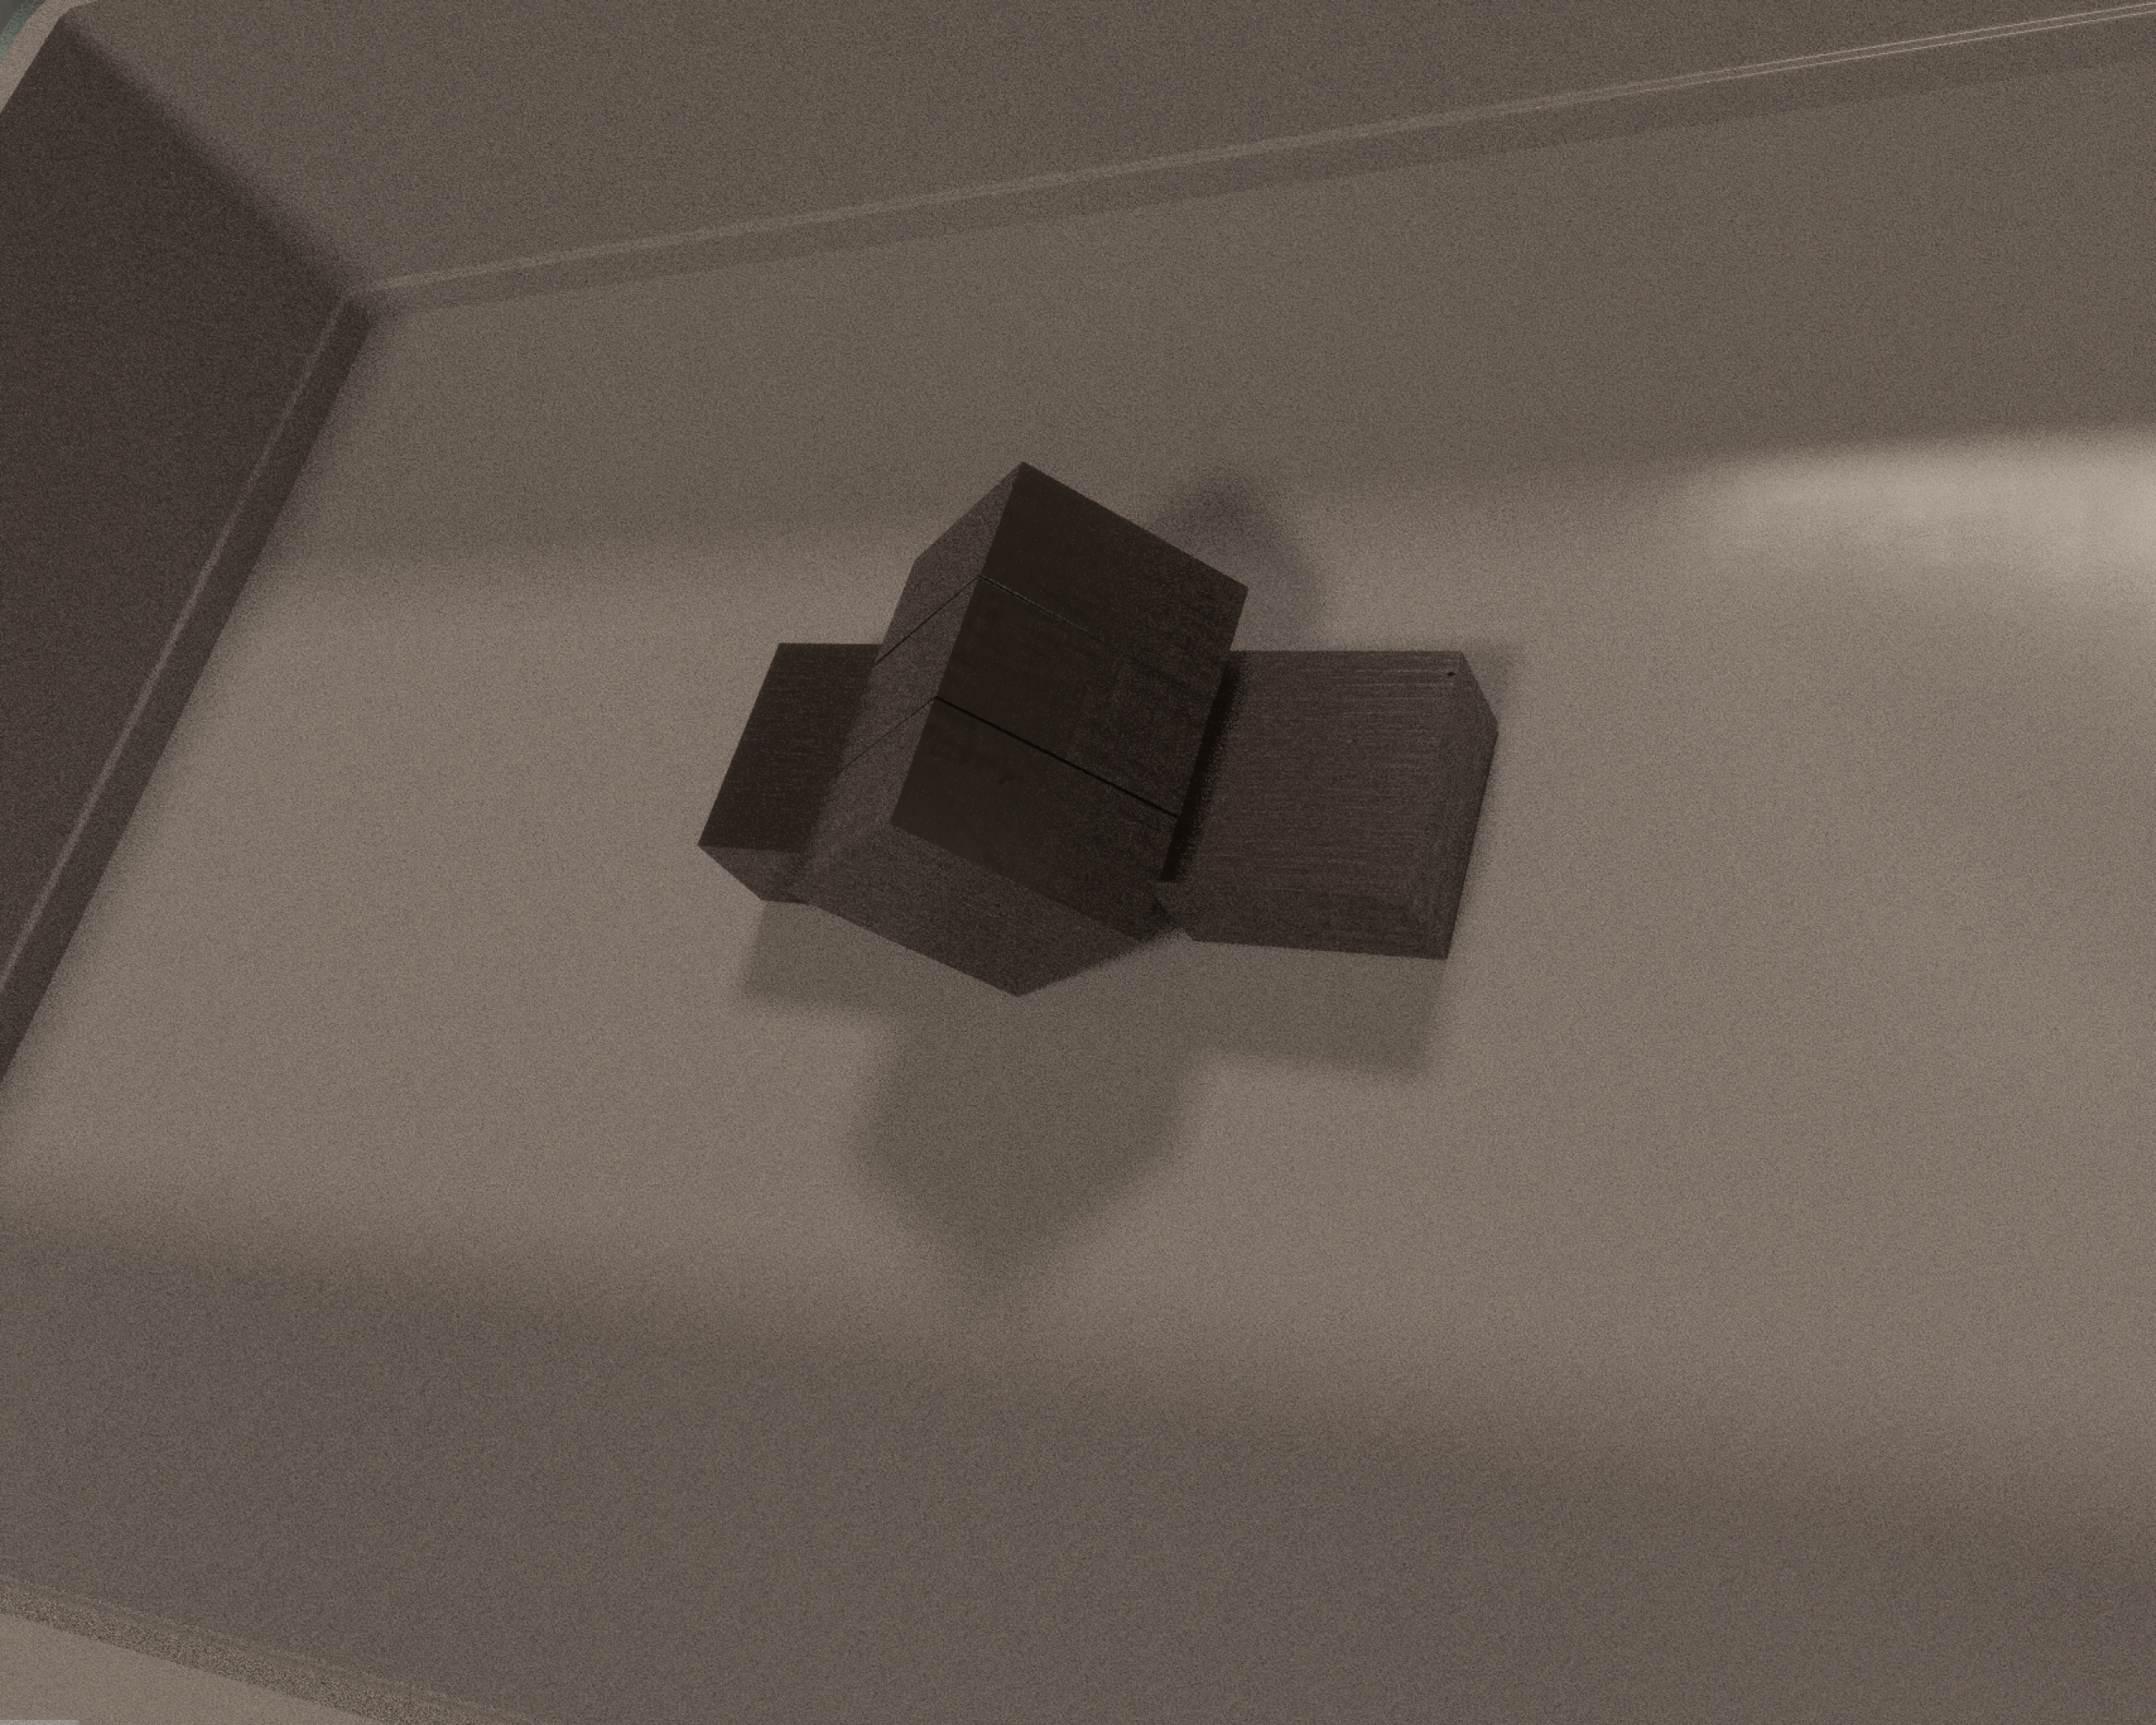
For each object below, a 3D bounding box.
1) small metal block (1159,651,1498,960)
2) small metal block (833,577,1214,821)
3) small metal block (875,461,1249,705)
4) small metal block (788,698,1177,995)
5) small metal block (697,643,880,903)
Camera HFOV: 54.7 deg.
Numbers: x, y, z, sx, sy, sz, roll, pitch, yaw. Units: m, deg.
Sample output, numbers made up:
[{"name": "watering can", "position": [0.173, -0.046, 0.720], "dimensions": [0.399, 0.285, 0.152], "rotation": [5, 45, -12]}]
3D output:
[{"name": "small metal block", "position": [0.046, -0.011, 0.386], "dimensions": [0.050, 0.025, 0.050], "rotation": [3, 63, 29]}, {"name": "small metal block", "position": [-0.011, -0.023, 0.393], "dimensions": [0.050, 0.050, 0.025], "rotation": [-29, 40, 58]}, {"name": "small metal block", "position": [-0.004, -0.046, 0.403], "dimensions": [0.050, 0.050, 0.025], "rotation": [-28, 41, 59]}, {"name": "small metal block", "position": [-0.018, -0.001, 0.384], "dimensions": [0.050, 0.050, 0.025], "rotation": [-29, 40, 58]}, {"name": "small metal block", "position": [-0.044, -0.018, 0.436], "dimensions": [0.050, 0.025, 0.050], "rotation": [4, 64, 29]}]
